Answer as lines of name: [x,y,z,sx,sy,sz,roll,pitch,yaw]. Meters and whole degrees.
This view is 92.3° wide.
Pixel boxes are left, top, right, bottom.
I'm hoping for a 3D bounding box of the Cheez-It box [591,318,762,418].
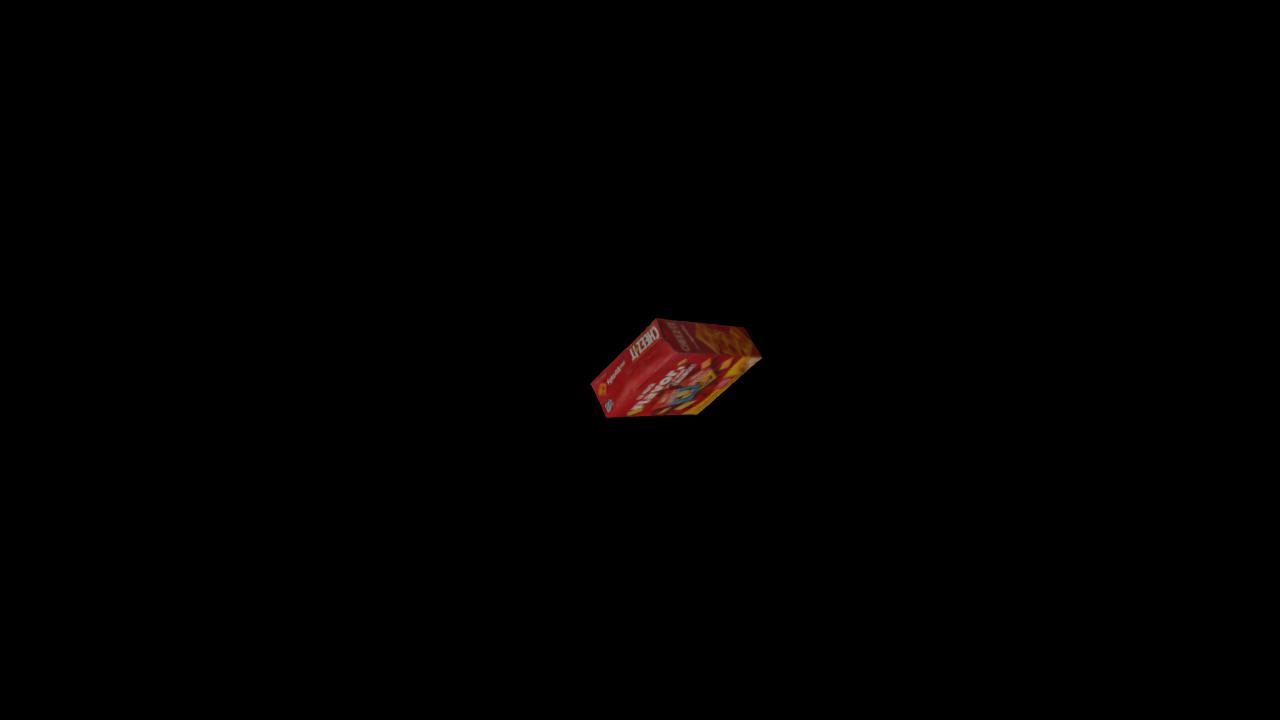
Cheez-It box: [0.059,0.017,0.944,0.223,0.071,0.166,2,-38,-47]
